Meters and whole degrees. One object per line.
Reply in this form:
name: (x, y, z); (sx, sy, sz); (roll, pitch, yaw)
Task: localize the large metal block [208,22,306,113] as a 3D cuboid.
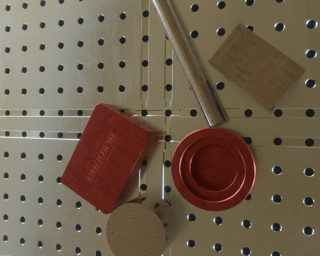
large metal block: (0.108, -0.062, 0.345); (0.080, 0.080, 0.050); (42, 103, 15)

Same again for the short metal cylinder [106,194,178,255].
short metal cylinder: (-0.023, 0.132, 0.406); (0.080, 0.050, 0.079); (0, 90, 19)

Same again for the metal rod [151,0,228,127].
metal rod: (0.014, -0.140, 0.406); (0.025, 0.025, 0.299); (-26, 82, 18)

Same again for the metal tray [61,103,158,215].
metal tray: (-0.073, 0.042, 0.434); (0.090, 0.030, 0.129); (30, 100, 17)

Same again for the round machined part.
round machined part: (0.067, 0.048, 0.379); (0.098, 0.042, 0.097); (0, 90, 19)
